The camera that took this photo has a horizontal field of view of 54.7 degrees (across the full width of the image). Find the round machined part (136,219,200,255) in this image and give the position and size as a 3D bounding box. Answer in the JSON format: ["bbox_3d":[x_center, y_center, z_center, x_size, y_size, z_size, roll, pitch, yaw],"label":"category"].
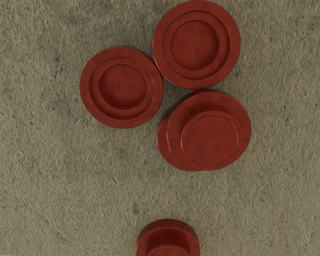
[{"bbox_3d":[0.012,0.192,0.471,0.099,0.042,0.097,0,110,0],"label":"round machined part"}]

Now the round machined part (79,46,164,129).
[{"bbox_3d":[-0.045,-0.052,0.381,0.099,0.042,0.097,0,110,0],"label":"round machined part"}]

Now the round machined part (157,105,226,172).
[{"bbox_3d":[0.045,0.015,0.406,0.099,0.042,0.097,0,110,0],"label":"round machined part"}]

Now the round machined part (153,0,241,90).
[{"bbox_3d":[0.040,-0.097,0.364,0.099,0.042,0.097,-1,109,-2],"label":"round machined part"}]

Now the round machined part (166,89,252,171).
[{"bbox_3d":[0.057,0.007,0.359,0.099,0.042,0.097,0,110,0],"label":"round machined part"}]
